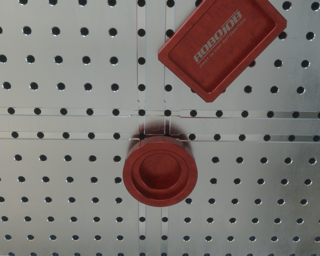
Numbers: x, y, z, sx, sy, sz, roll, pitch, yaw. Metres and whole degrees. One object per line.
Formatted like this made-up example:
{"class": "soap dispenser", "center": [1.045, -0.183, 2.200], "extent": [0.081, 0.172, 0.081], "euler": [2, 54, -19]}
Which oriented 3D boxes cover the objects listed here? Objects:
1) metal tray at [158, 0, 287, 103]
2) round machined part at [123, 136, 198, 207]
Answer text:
{"class": "metal tray", "center": [0.071, -0.106, 0.372], "extent": [0.090, 0.030, 0.130], "euler": [40, 105, -14]}
{"class": "round machined part", "center": [0.000, 0.055, 0.425], "extent": [0.099, 0.042, 0.097], "euler": [0, 110, -1]}
